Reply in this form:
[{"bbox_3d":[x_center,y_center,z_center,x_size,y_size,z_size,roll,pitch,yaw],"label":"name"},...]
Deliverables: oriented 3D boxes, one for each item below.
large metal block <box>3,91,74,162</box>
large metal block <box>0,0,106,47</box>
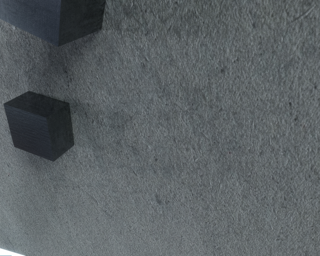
[{"bbox_3d":[-0.187,-0.004,0.487,0.080,0.050,0.079,16,125,19],"label":"large metal block"},{"bbox_3d":[-0.118,-0.140,0.347,0.080,0.080,0.050,27,128,11],"label":"large metal block"}]
